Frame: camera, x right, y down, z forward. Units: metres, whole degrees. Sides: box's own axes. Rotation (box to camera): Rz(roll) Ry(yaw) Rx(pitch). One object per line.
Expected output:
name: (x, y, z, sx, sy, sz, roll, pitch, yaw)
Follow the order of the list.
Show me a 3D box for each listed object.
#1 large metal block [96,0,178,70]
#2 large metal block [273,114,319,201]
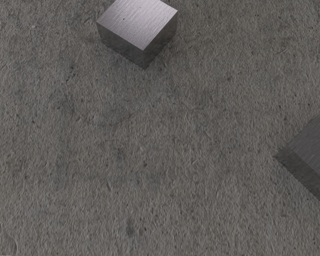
large metal block: (-0.031, -0.145, 0.447, 0.080, 0.050, 0.080, 34, 73, 11)
large metal block: (0.206, 0.033, 0.384, 0.080, 0.050, 0.080, -40, 75, -13)
